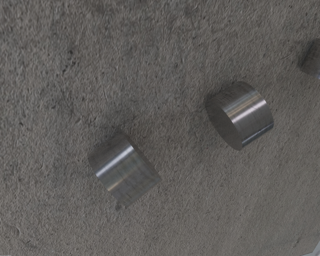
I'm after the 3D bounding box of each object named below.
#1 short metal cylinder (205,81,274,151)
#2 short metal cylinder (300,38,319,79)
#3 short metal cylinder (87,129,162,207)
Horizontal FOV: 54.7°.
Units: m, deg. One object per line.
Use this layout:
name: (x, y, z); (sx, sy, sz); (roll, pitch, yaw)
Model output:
short metal cylinder: (0.106, -0.016, 0.419); (0.050, 0.080, 0.080); (-32, 129, -7)
short metal cylinder: (0.256, -0.093, 0.453); (0.081, 0.080, 0.050); (6, 115, -31)
short metal cylinder: (-0.042, 0.048, 0.378); (0.050, 0.080, 0.080); (-39, 129, -2)
